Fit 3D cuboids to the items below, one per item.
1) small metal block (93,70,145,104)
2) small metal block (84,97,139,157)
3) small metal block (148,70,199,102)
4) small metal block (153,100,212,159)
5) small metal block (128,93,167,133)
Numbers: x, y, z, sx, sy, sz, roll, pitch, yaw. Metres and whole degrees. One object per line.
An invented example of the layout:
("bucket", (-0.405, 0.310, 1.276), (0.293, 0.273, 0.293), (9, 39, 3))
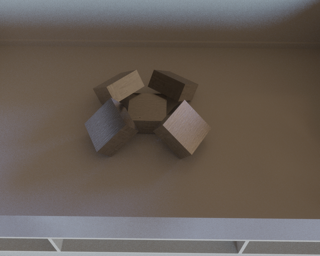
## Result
("small metal block", (-0.058, -0.057, 0.434), (0.050, 0.025, 0.050), (-35, 21, -25))
("small metal block", (-0.062, -0.001, 0.388), (0.050, 0.025, 0.050), (-42, 54, 14))
("small metal block", (0.019, -0.060, 0.437), (0.050, 0.025, 0.050), (28, 19, 21))
("small metal block", (0.028, 0.002, 0.386), (0.050, 0.025, 0.050), (46, 57, -8))
("small metal block", (-0.017, -0.020, 0.419), (0.050, 0.025, 0.050), (1, 50, 1))
